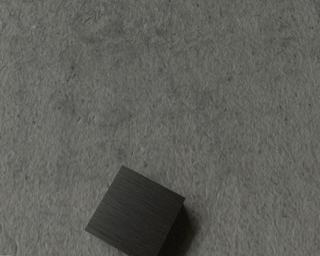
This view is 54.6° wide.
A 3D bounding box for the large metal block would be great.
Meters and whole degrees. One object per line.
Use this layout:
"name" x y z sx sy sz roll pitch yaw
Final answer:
"large metal block" -0.026 0.101 0.358 0.080 0.050 0.080 26 72 9
